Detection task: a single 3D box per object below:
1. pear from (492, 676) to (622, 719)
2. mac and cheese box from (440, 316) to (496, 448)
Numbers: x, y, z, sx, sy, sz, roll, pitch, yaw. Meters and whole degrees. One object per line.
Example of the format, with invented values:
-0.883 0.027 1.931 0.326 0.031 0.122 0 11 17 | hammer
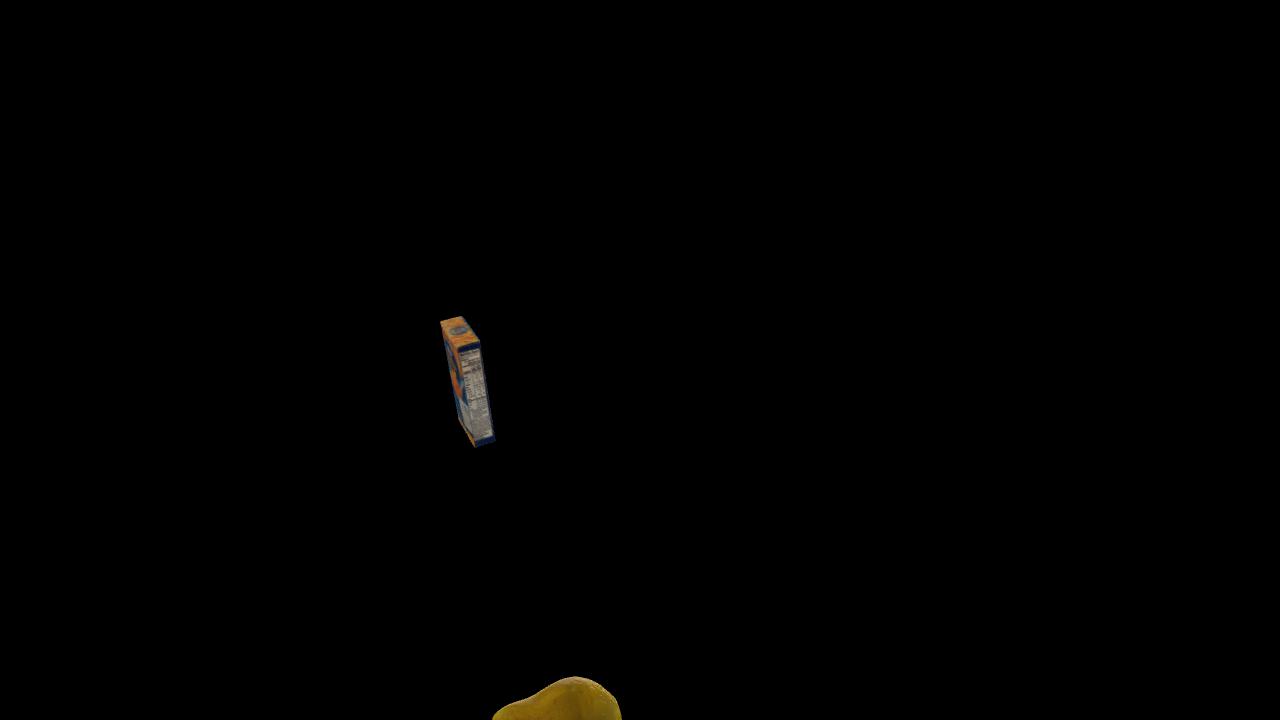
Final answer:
-0.070 0.271 0.452 0.111 0.080 0.080 21 -9 -24 | pear
-0.263 0.035 0.944 0.041 0.184 0.093 -16 35 -24 | mac and cheese box
